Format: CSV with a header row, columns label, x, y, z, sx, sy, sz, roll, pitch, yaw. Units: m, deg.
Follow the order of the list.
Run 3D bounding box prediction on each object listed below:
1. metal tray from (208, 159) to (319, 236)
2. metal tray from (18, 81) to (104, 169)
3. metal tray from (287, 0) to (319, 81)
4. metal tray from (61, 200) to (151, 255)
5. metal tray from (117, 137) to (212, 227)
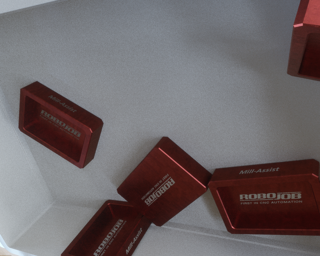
label,x,y,z,sx,sy,sz,roll,pitch,yaw
metal tray,0.137,0.090,0.388,0.130,0.030,0.090,-11,113,33
metal tray,-0.159,-0.004,0.486,0.130,0.030,0.089,30,128,8
metal tray,0.146,-0.060,0.228,0.090,0.130,0.030,16,91,21
metal tray,-0.078,0.170,0.487,0.090,0.131,0.030,-1,118,29
metal tray,0.003,0.083,0.455,0.090,0.030,0.129,40,129,0
